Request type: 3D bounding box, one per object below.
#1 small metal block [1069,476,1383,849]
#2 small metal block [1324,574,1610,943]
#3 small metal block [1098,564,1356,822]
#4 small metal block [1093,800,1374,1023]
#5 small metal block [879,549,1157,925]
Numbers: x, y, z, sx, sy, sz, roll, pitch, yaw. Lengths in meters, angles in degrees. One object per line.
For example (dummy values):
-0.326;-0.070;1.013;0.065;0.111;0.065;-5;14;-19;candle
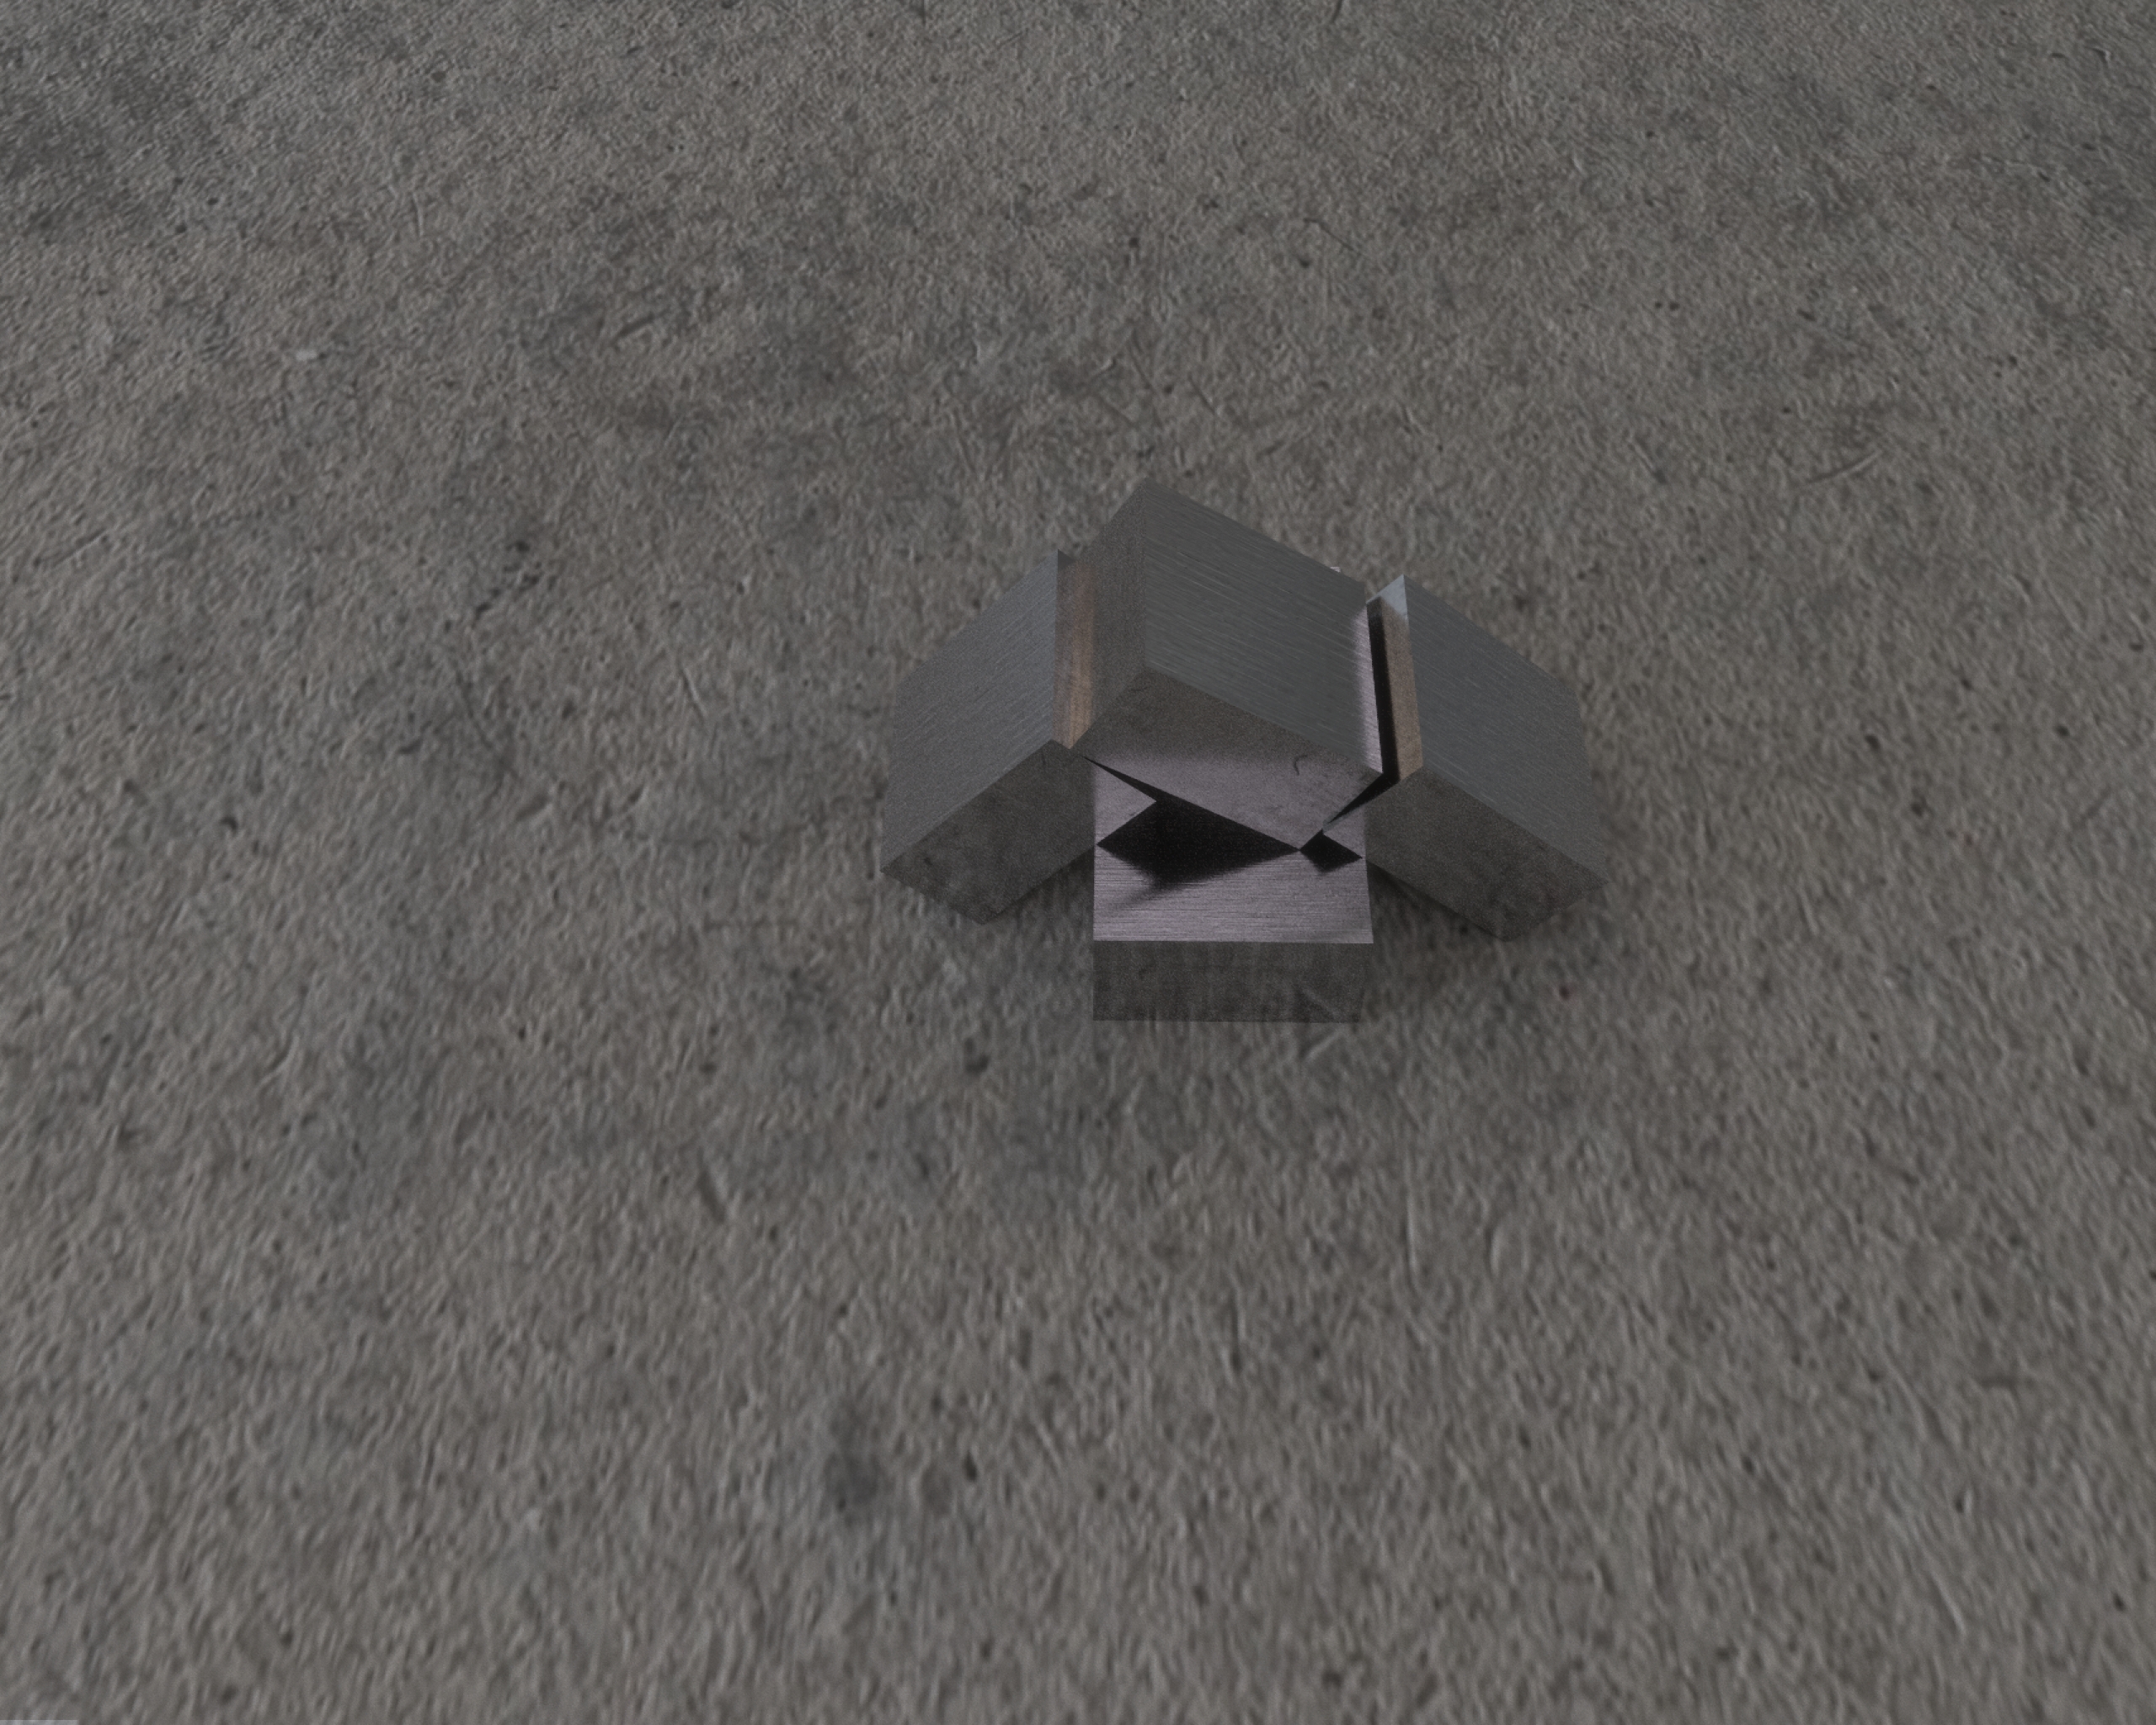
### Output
0.027;-0.037;0.387;0.050;0.025;0.050;22;45;-23;small metal block
0.073;-0.020;0.403;0.050;0.025;0.050;29;43;-28;small metal block
0.030;-0.036;0.433;0.050;0.025;0.050;1;50;0;small metal block
0.028;0.003;0.401;0.050;0.025;0.050;1;50;0;small metal block
-0.011;-0.024;0.404;0.025;0.050;0.050;30;42;-30;small metal block
